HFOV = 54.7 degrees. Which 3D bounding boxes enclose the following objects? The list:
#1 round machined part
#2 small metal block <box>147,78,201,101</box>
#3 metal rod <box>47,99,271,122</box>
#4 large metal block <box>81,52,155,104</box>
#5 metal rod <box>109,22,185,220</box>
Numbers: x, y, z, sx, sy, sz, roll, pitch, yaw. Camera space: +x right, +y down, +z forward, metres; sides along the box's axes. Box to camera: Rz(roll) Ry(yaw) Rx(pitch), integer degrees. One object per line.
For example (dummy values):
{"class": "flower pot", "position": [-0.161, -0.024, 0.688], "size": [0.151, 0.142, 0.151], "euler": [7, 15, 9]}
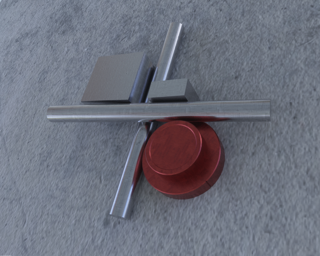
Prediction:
{"class": "round machined part", "position": [0.022, 0.030, 0.362], "size": [0.098, 0.042, 0.098], "euler": [-13, 56, 20]}
{"class": "small metal block", "position": [0.019, -0.037, 0.401], "size": [0.050, 0.050, 0.025], "euler": [-1, 61, 27]}
{"class": "metal rod", "position": [-0.018, -0.020, 0.394], "size": [0.301, 0.025, 0.025], "euler": [0, 62, 23]}
{"class": "large metal block", "position": [-0.057, -0.061, 0.454], "size": [0.080, 0.050, 0.080], "euler": [1, 62, 28]}
{"class": "metal rod", "position": [-0.011, -0.026, 0.426], "size": [0.025, 0.025, 0.300], "euler": [2, 62, 29]}
